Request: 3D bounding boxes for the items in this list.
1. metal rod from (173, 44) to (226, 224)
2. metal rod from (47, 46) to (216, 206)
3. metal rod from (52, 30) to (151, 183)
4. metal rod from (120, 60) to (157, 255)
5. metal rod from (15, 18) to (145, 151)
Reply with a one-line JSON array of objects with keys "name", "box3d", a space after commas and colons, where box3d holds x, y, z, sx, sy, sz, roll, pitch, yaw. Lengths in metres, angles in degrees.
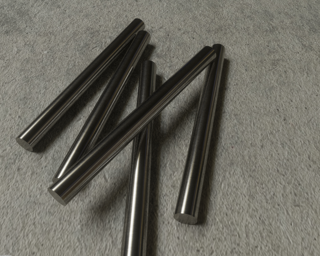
[{"name": "metal rod", "box3d": [0.061, -0.017, 0.417, 0.025, 0.025, 0.300, 10, 51, 8]}, {"name": "metal rod", "box3d": [-0.014, -0.022, 0.388, 0.025, 0.025, 0.301, 29, 54, 22]}, {"name": "metal rod", "box3d": [-0.069, -0.047, 0.442, 0.025, 0.025, 0.300, 12, 51, 10]}, {"name": "metal rod", "box3d": [-0.022, 0.019, 0.386, 0.025, 0.025, 0.300, 1, 50, 1]}, {"name": "metal rod", "box3d": [-0.103, -0.083, 0.471, 0.025, 0.025, 0.301, 20, 53, 16]}]
